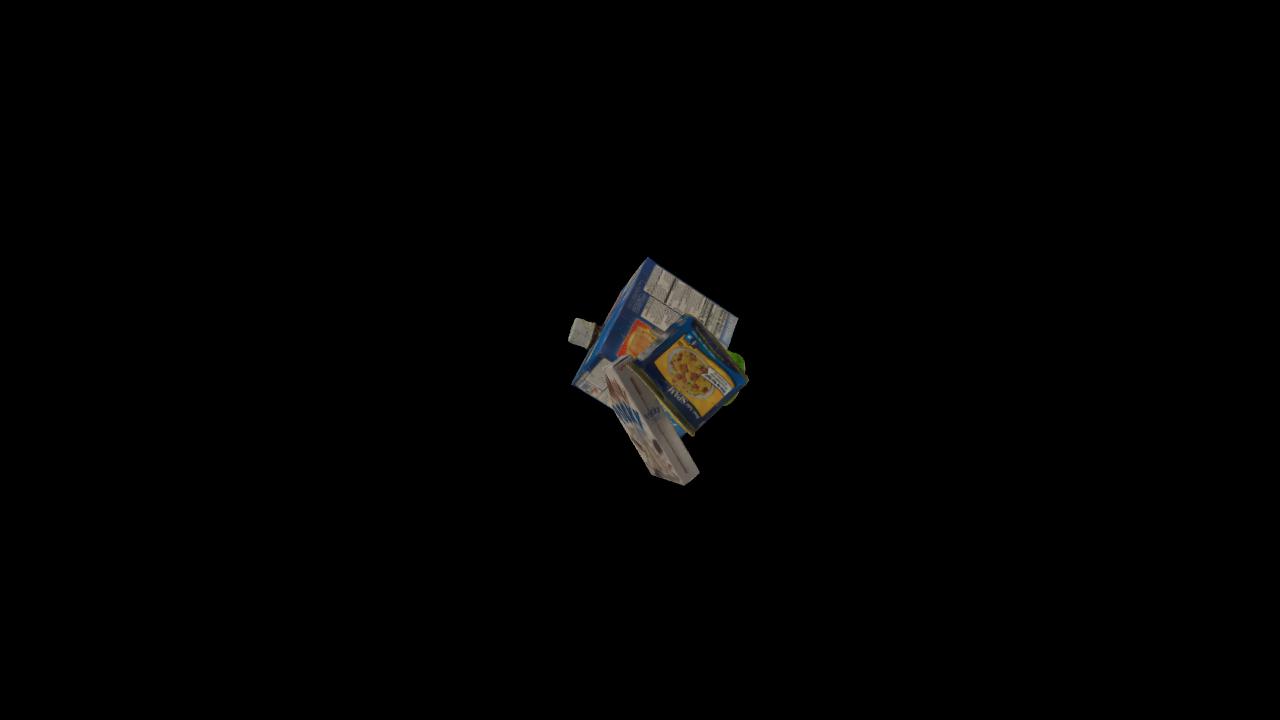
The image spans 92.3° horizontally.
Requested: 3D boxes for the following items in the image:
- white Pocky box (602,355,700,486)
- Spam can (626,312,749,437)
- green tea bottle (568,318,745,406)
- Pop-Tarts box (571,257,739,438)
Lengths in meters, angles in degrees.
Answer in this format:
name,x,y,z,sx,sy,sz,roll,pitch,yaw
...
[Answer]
name,x,y,z,sx,sy,sz,roll,pitch,yaw
white Pocky box,0.003,0.065,0.683,0.028,0.154,0.084,-34,12,-20
Spam can,0.050,0.014,0.639,0.085,0.101,0.058,-43,16,-3
green tea bottle,0.018,-0.004,0.740,0.212,0.073,0.073,16,-3,-10
Pop-Tarts box,0.022,-0.012,0.734,0.141,0.167,0.083,32,-39,-10
